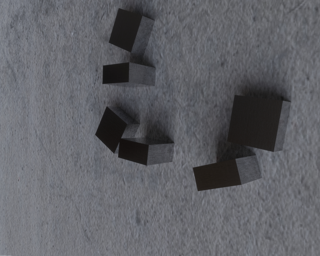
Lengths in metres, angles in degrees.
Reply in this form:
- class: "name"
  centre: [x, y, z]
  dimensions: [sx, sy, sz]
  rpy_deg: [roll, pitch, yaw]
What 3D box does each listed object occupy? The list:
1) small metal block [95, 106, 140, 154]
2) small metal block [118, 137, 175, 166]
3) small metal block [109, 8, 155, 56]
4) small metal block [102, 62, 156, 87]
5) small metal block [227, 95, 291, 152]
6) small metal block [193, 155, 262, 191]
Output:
- class: "small metal block"
  centre: [-0.063, 0.002, 0.455]
  dimensions: [0.050, 0.025, 0.050]
  rpy_deg: [39, 114, 32]
- class: "small metal block"
  centre: [-0.018, 0.029, 0.401]
  dimensions: [0.050, 0.050, 0.025]
  rpy_deg: [10, 97, 39]
- class: "small metal block"
  centre: [-0.041, -0.135, 0.436]
  dimensions: [0.050, 0.025, 0.050]
  rpy_deg: [31, 109, 35]
- class: "small metal block"
  centre: [-0.042, -0.071, 0.421]
  dimensions: [0.050, 0.050, 0.025]
  rpy_deg: [3, 92, 39]
- class: "small metal block"
  centre: [0.102, -0.006, 0.320]
  dimensions: [0.050, 0.025, 0.050]
  rpy_deg: [13, 98, 39]
- class: "small metal block"
  centre: [0.072, 0.048, 0.328]
  dimensions: [0.050, 0.050, 0.025]
  rpy_deg: [-18, 79, 38]
